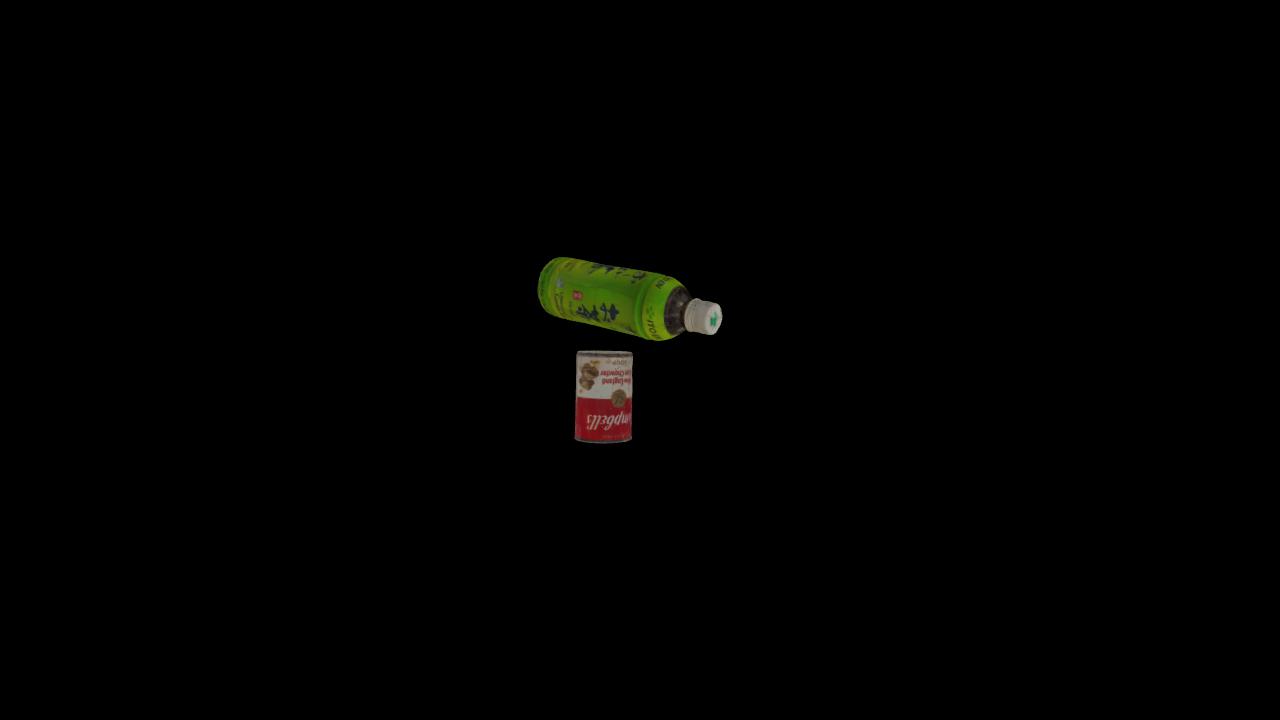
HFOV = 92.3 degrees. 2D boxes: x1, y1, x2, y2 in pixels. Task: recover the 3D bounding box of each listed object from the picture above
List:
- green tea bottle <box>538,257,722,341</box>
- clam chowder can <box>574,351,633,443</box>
[{"bbox_3d":[-0.012,-0.062,0.642,0.212,0.073,0.073,14,8,34],"label":"green tea bottle"},{"bbox_3d":[-0.042,0.041,0.714,0.068,0.102,0.068,1,2,0],"label":"clam chowder can"}]
